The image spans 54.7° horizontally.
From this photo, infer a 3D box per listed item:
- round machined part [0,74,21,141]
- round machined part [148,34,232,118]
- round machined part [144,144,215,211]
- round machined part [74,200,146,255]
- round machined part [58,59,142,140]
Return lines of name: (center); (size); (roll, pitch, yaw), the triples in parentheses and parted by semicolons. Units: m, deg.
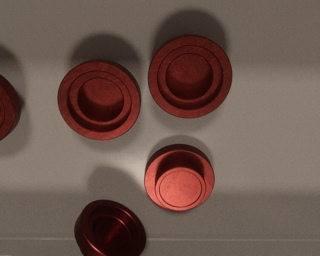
round machined part: (-0.224, -0.030, 0.388); (0.099, 0.042, 0.097); (0, 110, -1)
round machined part: (0.035, -0.064, 0.379); (0.099, 0.042, 0.097); (0, 110, -1)
round machined part: (0.027, 0.075, 0.430); (0.099, 0.042, 0.097); (0, 110, -1)
round machined part: (-0.072, 0.150, 0.428); (0.098, 0.098, 0.042); (29, 114, -11)
round machined part: (-0.072, -0.037, 0.387); (0.099, 0.042, 0.097); (0, 110, -1)
